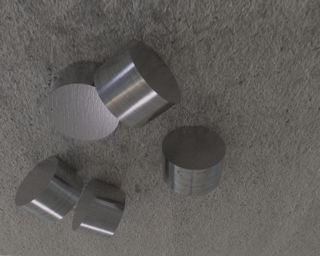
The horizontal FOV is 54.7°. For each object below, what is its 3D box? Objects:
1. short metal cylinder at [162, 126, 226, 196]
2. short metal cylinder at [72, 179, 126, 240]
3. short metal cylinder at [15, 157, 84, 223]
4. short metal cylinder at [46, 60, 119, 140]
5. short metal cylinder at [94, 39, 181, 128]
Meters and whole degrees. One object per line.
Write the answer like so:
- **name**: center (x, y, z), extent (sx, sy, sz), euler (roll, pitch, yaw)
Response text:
- **short metal cylinder**: center (0.043, 0.042, 0.407), extent (0.080, 0.080, 0.050), euler (-1, 130, 0)
- **short metal cylinder**: center (-0.094, 0.126, 0.477), extent (0.050, 0.080, 0.080), euler (26, 125, -20)
- **short metal cylinder**: center (-0.158, 0.088, 0.445), extent (0.080, 0.080, 0.050), euler (-28, 125, 21)
- **short metal cylinder**: center (-0.085, -0.032, 0.363), extent (0.081, 0.050, 0.079), euler (0, 130, 0)
- **short metal cylinder**: center (-0.023, -0.047, 0.331), extent (0.050, 0.080, 0.080), euler (-34, 122, 25)
